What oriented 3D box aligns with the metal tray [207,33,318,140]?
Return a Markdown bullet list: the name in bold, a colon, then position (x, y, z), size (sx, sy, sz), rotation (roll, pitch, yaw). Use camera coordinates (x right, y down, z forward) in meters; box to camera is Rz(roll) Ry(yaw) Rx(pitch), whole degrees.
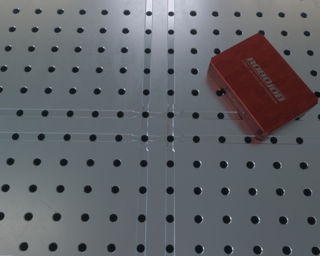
- **metal tray**: position (0.139, -0.060, 0.432), size (0.090, 0.030, 0.130), rotation (-30, 73, -10)
